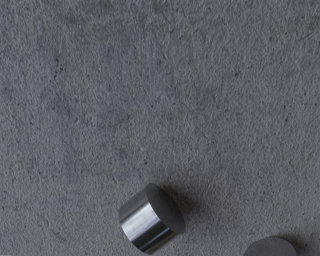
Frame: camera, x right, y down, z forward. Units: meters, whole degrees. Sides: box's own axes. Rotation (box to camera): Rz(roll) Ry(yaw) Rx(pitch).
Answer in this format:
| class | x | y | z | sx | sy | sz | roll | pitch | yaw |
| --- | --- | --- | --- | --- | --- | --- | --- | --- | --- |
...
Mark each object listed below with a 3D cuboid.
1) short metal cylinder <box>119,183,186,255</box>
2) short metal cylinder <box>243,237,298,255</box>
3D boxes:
| class | x | y | z | sx | sy | sz | roll | pitch | yaw |
| --- | --- | --- | --- | --- | --- | --- | --- | --- | --- |
| short metal cylinder | -0.010 | 0.124 | 0.426 | 0.050 | 0.080 | 0.080 | -41 | 105 | 13 |
| short metal cylinder | 0.169 | 0.211 | 0.460 | 0.080 | 0.080 | 0.050 | -26 | 108 | 9 |
